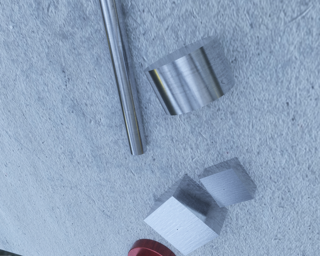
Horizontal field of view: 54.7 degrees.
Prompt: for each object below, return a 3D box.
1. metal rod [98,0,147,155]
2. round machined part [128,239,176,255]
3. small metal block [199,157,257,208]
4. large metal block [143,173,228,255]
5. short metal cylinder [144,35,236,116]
[{"bbox_3d":[-0.050,-0.098,0.370,0.025,0.025,0.298,6,121,25],"label":"metal rod"},{"bbox_3d":[-0.016,0.251,0.558,0.098,0.042,0.097,13,124,20],"label":"round machined part"},{"bbox_3d":[0.089,0.072,0.404,0.050,0.025,0.050,-28,104,37],"label":"small metal block"},{"bbox_3d":[0.037,0.126,0.448,0.080,0.050,0.080,41,129,0],"label":"large metal block"},{"bbox_3d":[0.030,-0.055,0.321,0.080,0.080,0.050,-16,110,34],"label":"short metal cylinder"}]
